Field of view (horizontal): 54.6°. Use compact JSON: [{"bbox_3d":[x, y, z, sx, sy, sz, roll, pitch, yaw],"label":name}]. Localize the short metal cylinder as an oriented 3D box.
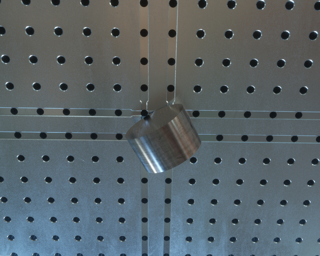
[{"bbox_3d":[0.004,0.012,0.388,0.080,0.080,0.050,-27,107,9],"label":"short metal cylinder"}]
